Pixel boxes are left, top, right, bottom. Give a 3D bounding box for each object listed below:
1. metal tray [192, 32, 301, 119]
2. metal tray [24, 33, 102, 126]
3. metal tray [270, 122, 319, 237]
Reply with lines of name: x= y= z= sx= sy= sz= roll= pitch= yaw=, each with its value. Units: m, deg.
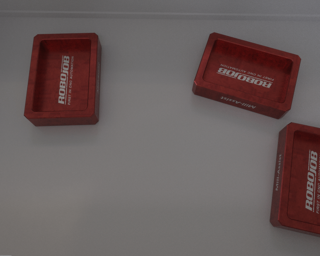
metal tray: x=0.120 y=-0.074 z=0.434 sx=0.131 sy=0.030 sz=0.090 roll=17 pitch=71 yaw=6
metal tray: x=-0.131 y=-0.069 z=0.430 sx=0.091 sy=0.030 sz=0.130 roll=-2 pitch=70 yaw=-1
metal tray: x=0.192 y=0.065 z=0.384 sx=0.090 sy=0.030 sz=0.130 roll=12 pitch=70 yaw=4
